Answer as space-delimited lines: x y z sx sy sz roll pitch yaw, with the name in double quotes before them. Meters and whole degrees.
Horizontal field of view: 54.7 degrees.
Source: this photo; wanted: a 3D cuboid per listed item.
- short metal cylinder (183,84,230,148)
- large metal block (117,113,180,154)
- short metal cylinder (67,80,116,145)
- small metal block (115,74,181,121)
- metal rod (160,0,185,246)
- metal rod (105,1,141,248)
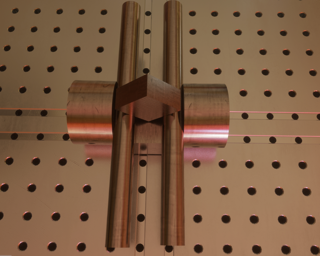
"short metal cylinder" 0.053 -0.015 0.384 0.050 0.080 0.080 0 70 1
"large metal block" -0.013 -0.012 0.398 0.081 0.050 0.080 1 70 0
"short metal cylinder" -0.079 -0.019 0.385 0.050 0.080 0.080 1 70 0
"small metal block" -0.013 -0.031 0.339 0.050 0.050 0.025 -17 64 41
"metal rod" 0.015 -0.022 0.363 0.025 0.025 0.299 1 70 0
"metal rod" -0.040 -0.020 0.362 0.025 0.025 0.299 1 70 0
